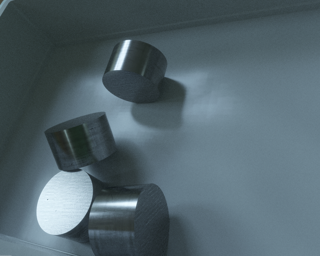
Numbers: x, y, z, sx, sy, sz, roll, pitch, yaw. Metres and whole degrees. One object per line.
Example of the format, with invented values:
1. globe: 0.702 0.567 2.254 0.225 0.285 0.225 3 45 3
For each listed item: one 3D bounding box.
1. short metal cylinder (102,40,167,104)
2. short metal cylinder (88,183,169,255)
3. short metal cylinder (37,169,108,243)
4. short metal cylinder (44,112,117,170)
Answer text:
1. short metal cylinder: -0.034 -0.077 0.434 0.080 0.080 0.050 0 62 28
2. short metal cylinder: -0.029 0.100 0.323 0.050 0.080 0.080 -8 58 23
3. short metal cylinder: -0.102 0.096 0.383 0.080 0.050 0.080 -13 56 20
4. short metal cylinder: -0.102 0.015 0.406 0.080 0.050 0.080 -15 13 4
